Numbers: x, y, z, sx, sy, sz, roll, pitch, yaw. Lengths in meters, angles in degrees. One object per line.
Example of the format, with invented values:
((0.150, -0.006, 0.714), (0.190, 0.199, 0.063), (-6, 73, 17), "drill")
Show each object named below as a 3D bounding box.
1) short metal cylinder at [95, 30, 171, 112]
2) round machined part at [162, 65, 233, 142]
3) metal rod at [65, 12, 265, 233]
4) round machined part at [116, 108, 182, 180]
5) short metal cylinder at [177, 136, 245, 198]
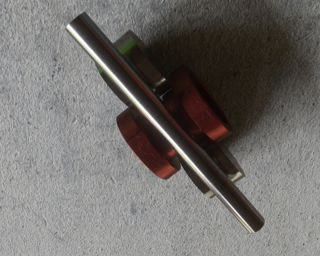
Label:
((-0.028, -0.065, 0.357), (0.050, 0.080, 0.080), (-37, 106, 12), "short metal cylinder")
((0.040, -0.023, 0.364), (0.042, 0.098, 0.098), (-36, 107, 17), "round machined part")
((0.018, 0.007, 0.329), (0.025, 0.025, 0.300), (-38, 106, 12), "metal rod")
((-0.004, 0.011, 0.375), (0.042, 0.098, 0.098), (-39, 106, 9), "round machined part")
((0.064, 0.043, 0.398), (0.050, 0.080, 0.080), (-37, 106, 12), "short metal cylinder")
